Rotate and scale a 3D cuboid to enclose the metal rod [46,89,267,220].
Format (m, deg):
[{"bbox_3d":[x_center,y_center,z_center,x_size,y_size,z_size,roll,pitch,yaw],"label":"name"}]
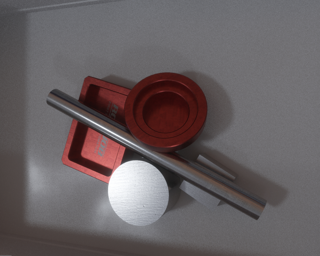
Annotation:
[{"bbox_3d":[-0.016,0.025,0.383,0.301,0.025,0.025,27,99,15],"label":"metal rod"}]

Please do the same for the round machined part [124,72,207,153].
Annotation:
[{"bbox_3d":[0.008,-0.016,0.383,0.099,0.042,0.098,-2,68,5],"label":"round machined part"}]

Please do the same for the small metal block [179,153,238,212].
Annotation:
[{"bbox_3d":[0.060,0.066,0.387,0.050,0.025,0.050,33,100,16],"label":"small metal block"}]

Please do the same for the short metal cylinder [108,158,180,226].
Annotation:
[{"bbox_3d":[-0.019,0.079,0.401,0.080,0.050,0.079,0,90,19],"label":"short metal cylinder"}]

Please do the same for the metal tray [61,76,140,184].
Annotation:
[{"bbox_3d":[-0.076,0.002,0.431,0.090,0.030,0.129,20,96,18],"label":"metal tray"}]
